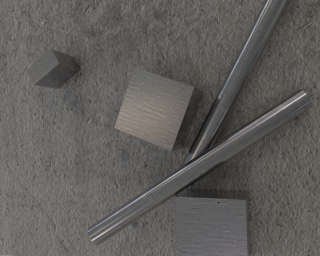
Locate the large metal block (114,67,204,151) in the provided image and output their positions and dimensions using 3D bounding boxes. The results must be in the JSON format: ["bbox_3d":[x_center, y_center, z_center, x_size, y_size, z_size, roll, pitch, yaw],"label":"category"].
[{"bbox_3d":[0.000,-0.024,0.396,0.080,0.050,0.080,21,97,18],"label":"large metal block"}]

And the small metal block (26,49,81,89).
[{"bbox_3d":[-0.153,-0.084,0.450,0.050,0.050,0.025,-34,79,17],"label":"small metal block"}]

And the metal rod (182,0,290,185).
[{"bbox_3d":[0.097,-0.066,0.374,0.025,0.025,0.298,29,99,17],"label":"metal rod"}]

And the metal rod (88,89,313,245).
[{"bbox_3d":[0.042,0.050,0.368,0.300,0.025,0.025,-34,79,6],"label":"metal rod"}]

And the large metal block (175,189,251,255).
[{"bbox_3d":[0.065,0.119,0.373,0.080,0.050,0.080,-2,90,20],"label":"large metal block"}]
